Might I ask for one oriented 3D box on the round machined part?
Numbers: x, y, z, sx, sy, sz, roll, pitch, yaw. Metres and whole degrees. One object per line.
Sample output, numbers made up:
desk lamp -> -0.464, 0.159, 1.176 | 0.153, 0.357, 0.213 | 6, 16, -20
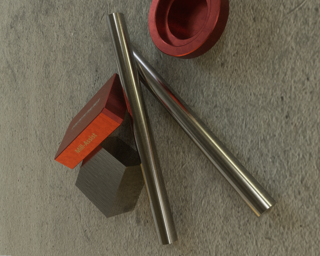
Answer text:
round machined part -> 0.037, -0.129, 0.362 | 0.098, 0.042, 0.097 | 0, 90, 39

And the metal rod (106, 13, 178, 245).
metal rod -> -0.024, -0.001, 0.401 | 0.025, 0.025, 0.298 | -15, 87, 38

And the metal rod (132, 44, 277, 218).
metal rod -> 0.025, -0.020, 0.382 | 0.300, 0.025, 0.025 | 51, 120, 27

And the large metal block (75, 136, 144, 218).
large metal block -> -0.068, 0.066, 0.442 | 0.080, 0.050, 0.079 | 33, 110, 35

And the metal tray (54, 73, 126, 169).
metal tray -> -0.096, -0.009, 0.446 | 0.129, 0.030, 0.090 | -39, 27, 32
